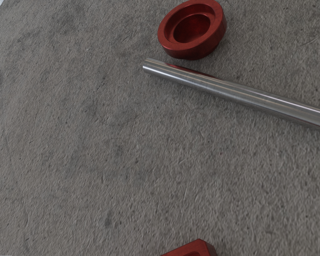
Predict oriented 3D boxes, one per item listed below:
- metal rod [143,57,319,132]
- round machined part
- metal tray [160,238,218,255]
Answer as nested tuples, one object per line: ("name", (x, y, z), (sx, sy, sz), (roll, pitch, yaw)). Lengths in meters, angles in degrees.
("metal rod", (0.093, -0.044, 0.382), (0.300, 0.025, 0.025), (25, 75, 36))
("round machined part", (0.050, -0.138, 0.452), (0.098, 0.042, 0.098), (-13, 56, 21))
("metal tray", (0.003, 0.174, 0.292), (0.130, 0.030, 0.090), (-28, 52, 10))
